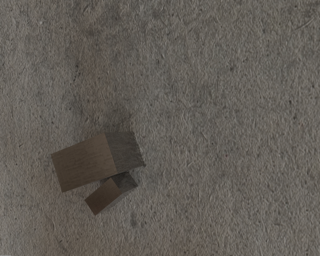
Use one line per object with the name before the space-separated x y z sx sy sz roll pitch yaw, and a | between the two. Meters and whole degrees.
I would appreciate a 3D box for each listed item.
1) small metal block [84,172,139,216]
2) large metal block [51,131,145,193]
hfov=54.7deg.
small metal block | -0.064 0.087 0.417 0.050 0.050 0.025 -41 78 15
large metal block | -0.078 0.042 0.406 0.080 0.080 0.050 -21 83 18
